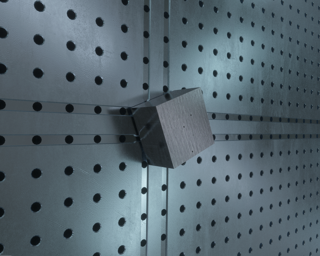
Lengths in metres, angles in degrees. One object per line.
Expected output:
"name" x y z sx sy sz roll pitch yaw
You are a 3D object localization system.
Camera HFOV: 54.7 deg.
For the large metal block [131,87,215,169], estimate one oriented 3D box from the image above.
"large metal block" 0.019 -0.002 0.407 0.081 0.050 0.080 -27 107 -37
